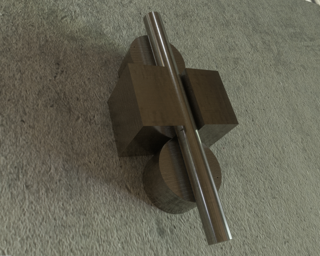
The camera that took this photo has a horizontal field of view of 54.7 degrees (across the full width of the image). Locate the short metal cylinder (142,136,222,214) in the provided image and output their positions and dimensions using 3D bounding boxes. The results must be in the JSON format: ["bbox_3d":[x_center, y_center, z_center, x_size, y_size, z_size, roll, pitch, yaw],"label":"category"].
[{"bbox_3d":[0.025,0.057,0.369,0.081,0.050,0.080,14,56,-21],"label":"short metal cylinder"}]

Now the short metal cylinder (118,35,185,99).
[{"bbox_3d":[-0.012,-0.082,0.432,0.081,0.050,0.080,14,56,-21],"label":"short metal cylinder"}]

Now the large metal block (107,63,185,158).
[{"bbox_3d":[-0.021,-0.019,0.370,0.050,0.080,0.080,-1,62,-29],"label":"large metal block"}]

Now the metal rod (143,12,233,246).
[{"bbox_3d":[0.024,-0.019,0.365,0.025,0.025,0.299,-1,62,-29],"label":"metal rod"}]

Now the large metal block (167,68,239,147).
[{"bbox_3d":[0.047,-0.021,0.407,0.050,0.080,0.080,-1,62,-29],"label":"large metal block"}]
